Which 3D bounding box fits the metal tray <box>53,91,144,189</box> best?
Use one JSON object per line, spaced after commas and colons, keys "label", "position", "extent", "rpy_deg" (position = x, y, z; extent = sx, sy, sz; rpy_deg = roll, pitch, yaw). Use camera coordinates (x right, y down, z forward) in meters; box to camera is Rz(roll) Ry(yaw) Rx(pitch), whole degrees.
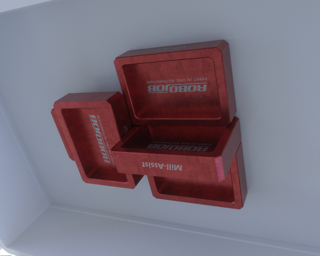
{"label": "metal tray", "position": [-0.079, 0.017, 0.414], "extent": [0.090, 0.030, 0.129], "rpy_deg": [1, 119, 27]}

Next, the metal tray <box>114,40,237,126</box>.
{"label": "metal tray", "position": [0.018, -0.049, 0.363], "extent": [0.130, 0.030, 0.089], "rpy_deg": [1, 119, 27]}

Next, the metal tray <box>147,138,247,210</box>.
{"label": "metal tray", "position": [0.045, 0.057, 0.414], "extent": [0.130, 0.030, 0.089], "rpy_deg": [1, 119, 27]}

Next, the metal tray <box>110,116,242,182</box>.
{"label": "metal tray", "position": [0.020, 0.019, 0.363], "extent": [0.130, 0.090, 0.030], "rpy_deg": [1, 119, 27]}

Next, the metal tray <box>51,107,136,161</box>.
{"label": "metal tray", "position": [-0.087, 0.006, 0.449], "extent": [0.130, 0.030, 0.089], "rpy_deg": [0, 119, 27]}
